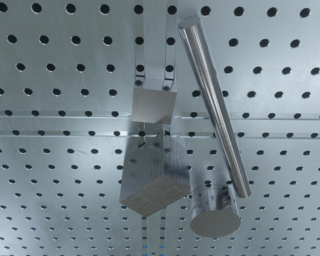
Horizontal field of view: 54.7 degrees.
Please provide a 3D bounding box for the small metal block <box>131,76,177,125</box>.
[{"bbox_3d":[-0.008,-0.033,0.383,0.050,0.025,0.050,6,130,-5],"label":"small metal block"}]

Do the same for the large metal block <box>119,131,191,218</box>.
[{"bbox_3d":[-0.007,0.064,0.430,0.080,0.080,0.050,-36,122,26],"label":"large metal block"}]

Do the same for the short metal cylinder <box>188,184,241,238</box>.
[{"bbox_3d":[0.089,0.138,0.515,0.081,0.050,0.079,0,130,0],"label":"short metal cylinder"}]

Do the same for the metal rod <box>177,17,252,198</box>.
[{"bbox_3d":[0.083,-0.002,0.410,0.025,0.025,0.299,-16,129,13],"label":"metal rod"}]
